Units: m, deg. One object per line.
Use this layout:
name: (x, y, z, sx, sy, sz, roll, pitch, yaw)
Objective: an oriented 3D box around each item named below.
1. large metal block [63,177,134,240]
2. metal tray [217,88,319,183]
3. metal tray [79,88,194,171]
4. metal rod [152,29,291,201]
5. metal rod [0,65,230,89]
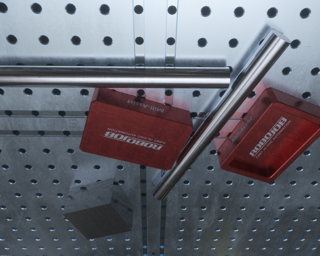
large metal block: (-0.097, 0.134, 0.508, 0.080, 0.050, 0.080, -16, 129, 12)
metal tray: (0.150, 0.016, 0.424, 0.091, 0.030, 0.129, 18, 128, -15)
metal tray: (-0.032, 0.005, 0.412, 0.131, 0.030, 0.089, 15, 129, -13)
metal rod: (0.064, 0.004, 0.416, 0.025, 0.025, 0.298, 20, 127, -17)
metal rod: (-0.072, -0.059, 0.360, 0.302, 0.025, 0.025, 0, 130, -1)
